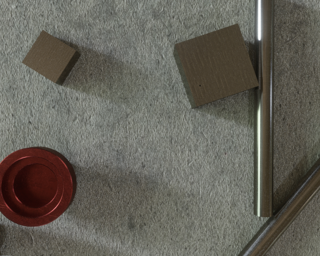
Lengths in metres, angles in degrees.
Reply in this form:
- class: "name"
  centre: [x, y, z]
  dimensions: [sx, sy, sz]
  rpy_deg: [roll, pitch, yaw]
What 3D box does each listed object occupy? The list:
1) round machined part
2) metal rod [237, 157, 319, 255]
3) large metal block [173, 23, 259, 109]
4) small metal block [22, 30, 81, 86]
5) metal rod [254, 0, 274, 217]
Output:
- class: "round machined part"
  centre: [-0.157, 0.072, 0.400]
  dimensions: [0.099, 0.042, 0.097]
  rpy_deg: [0, 90, -1]
- class: "metal rod"
  centre: [0.157, 0.127, 0.412]
  dimensions: [0.025, 0.025, 0.300]
  rpy_deg: [40, 90, -1]
- class: "large metal block"
  centre: [0.069, -0.076, 0.398]
  dimensions: [0.080, 0.050, 0.080]
  rpy_deg: [-19, 90, -1]
- class: "small metal block"
  centre: [-0.142, -0.091, 0.408]
  dimensions: [0.050, 0.025, 0.050]
  rpy_deg: [32, 90, -1]
- class: "metal rod"
  centre: [0.138, -0.034, 0.411]
  dimensions: [0.025, 0.025, 0.298]
  rpy_deg: [0, 90, -1]
